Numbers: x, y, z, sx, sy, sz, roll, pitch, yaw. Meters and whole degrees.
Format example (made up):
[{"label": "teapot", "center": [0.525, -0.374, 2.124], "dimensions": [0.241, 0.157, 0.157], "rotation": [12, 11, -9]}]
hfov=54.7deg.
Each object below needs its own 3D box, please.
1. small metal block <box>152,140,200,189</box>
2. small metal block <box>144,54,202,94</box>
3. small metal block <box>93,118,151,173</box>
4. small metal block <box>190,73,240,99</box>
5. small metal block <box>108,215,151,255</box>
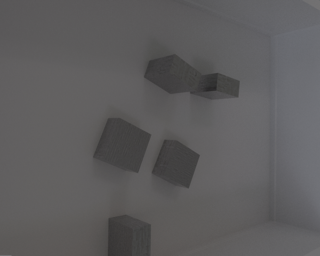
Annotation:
[{"label": "small metal block", "center": [0.023, 0.050, 0.426], "dimensions": [0.050, 0.025, 0.050], "rotation": [33, 70, -35]}, {"label": "small metal block", "center": [0.016, -0.068, 0.404], "dimensions": [0.050, 0.050, 0.025], "rotation": [28, 73, -37]}, {"label": "small metal block", "center": [-0.044, 0.021, 0.370], "dimensions": [0.050, 0.025, 0.050], "rotation": [30, 72, -36]}, {"label": "small metal block", "center": [0.081, -0.060, 0.458], "dimensions": [0.050, 0.050, 0.025], "rotation": [10, 84, -40]}, {"label": "small metal block", "center": [-0.036, 0.133, 0.360], "dimensions": [0.025, 0.050, 0.050], "rotation": [2, 89, -40]}]
